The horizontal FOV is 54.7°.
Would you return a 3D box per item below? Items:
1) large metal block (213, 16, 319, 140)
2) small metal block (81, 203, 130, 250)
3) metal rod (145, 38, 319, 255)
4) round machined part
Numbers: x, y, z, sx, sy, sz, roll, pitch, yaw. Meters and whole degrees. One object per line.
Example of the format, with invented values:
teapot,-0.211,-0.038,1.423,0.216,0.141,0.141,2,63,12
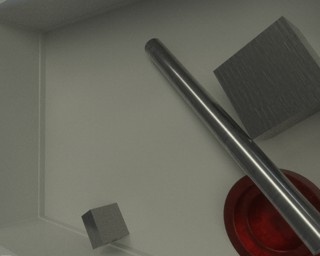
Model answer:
large metal block,0.112,-0.043,0.297,0.080,0.050,0.080,-38,67,33
small metal block,-0.080,0.142,0.454,0.025,0.050,0.050,-41,66,32
metal rod,0.058,-0.010,0.321,0.025,0.025,0.300,-55,47,25
round machined part,0.115,0.088,0.300,0.098,0.042,0.097,0,90,39
